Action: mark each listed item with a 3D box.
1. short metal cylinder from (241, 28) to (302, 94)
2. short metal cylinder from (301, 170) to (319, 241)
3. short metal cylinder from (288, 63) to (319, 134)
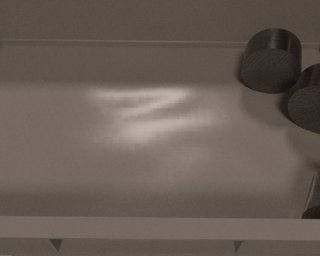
[{"bbox_3d":[0.163,-0.097,0.453,0.080,0.080,0.050,13,51,10],"label":"short metal cylinder"},{"bbox_3d":[0.188,0.081,0.304,0.080,0.080,0.050,23,54,18],"label":"short metal cylinder"},{"bbox_3d":[0.215,-0.038,0.404,0.080,0.080,0.050,23,54,18],"label":"short metal cylinder"}]
